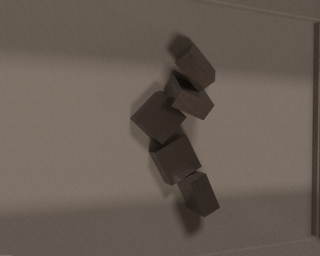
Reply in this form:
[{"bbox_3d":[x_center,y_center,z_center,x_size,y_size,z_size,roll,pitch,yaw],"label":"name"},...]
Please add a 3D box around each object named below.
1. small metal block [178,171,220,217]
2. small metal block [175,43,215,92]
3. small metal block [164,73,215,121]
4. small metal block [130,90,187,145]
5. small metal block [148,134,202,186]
[{"bbox_3d":[0.049,0.086,0.417,0.025,0.050,0.050,-26,99,-18],"label":"small metal block"},{"bbox_3d":[0.048,-0.082,0.414,0.025,0.050,0.050,-36,105,24],"label":"small metal block"},{"bbox_3d":[0.037,-0.041,0.407,0.050,0.050,0.025,22,116,-24],"label":"small metal block"},{"bbox_3d":[-0.002,-0.013,0.411,0.050,0.025,0.050,46,76,-15],"label":"small metal block"},{"bbox_3d":[0.021,0.042,0.419,0.050,0.025,0.050,-30,100,-18],"label":"small metal block"}]
